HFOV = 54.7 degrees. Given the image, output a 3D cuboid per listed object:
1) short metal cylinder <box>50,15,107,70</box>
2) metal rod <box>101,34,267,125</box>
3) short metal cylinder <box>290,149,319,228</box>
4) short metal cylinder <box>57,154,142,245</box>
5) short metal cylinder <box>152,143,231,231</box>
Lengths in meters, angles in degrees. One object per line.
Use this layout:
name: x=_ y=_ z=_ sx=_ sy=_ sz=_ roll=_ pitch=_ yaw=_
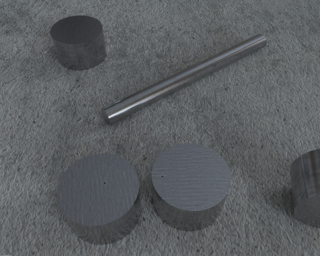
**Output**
short metal cylinder: x=-0.130 y=-0.139 z=0.503 sx=0.081 sy=0.050 sz=0.080 roll=0 pitch=50 yaw=0
metal rod: x=0.050 y=-0.082 z=0.472 sx=0.302 sy=0.025 sz=0.025 roll=-29 pitch=56 yaw=-22
short metal cylinder: x=0.178 y=0.063 z=0.316 sx=0.080 sy=0.080 sz=0.050 roll=8 pitch=51 yaw=6
short metal cylinder: x=-0.061 y=0.074 z=0.325 sx=0.081 sy=0.050 sz=0.080 roll=0 pitch=50 yaw=0
short metal cylinder: x=0.032 y=0.063 z=0.334 sx=0.081 sy=0.050 sz=0.080 roll=0 pitch=50 yaw=0
